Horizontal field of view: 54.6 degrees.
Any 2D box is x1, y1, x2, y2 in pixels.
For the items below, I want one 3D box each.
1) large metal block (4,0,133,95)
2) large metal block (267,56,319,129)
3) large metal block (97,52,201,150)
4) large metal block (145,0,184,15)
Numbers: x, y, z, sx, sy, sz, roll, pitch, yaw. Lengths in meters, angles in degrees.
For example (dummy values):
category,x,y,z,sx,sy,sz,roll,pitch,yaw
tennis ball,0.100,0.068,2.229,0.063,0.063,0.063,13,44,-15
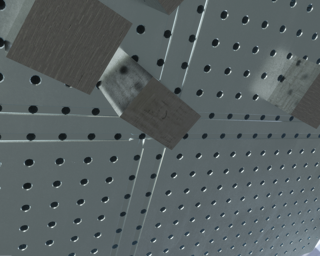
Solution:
category,x,y,z,sx,sy,sz,roll,pitch,yaw
large metal block,-0.087,-0.090,0.292,0.080,0.050,0.080,25,105,-37
large metal block,0.231,-0.054,0.487,0.080,0.050,0.080,19,108,-36
large metal block,-0.013,-0.031,0.349,0.080,0.080,0.050,35,99,-39
large metal block,0.004,-0.170,0.292,0.080,0.050,0.080,-45,129,3
